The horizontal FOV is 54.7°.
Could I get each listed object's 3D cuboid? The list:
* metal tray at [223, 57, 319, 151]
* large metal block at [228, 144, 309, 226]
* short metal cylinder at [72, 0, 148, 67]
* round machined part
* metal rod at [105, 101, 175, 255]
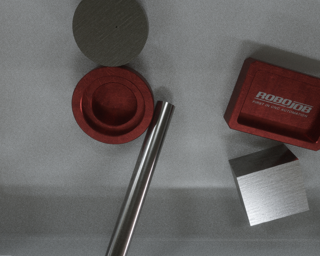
[{"bbox_3d":[0.160,-0.029,0.400,0.131,0.030,0.089,15,109,-6],"label":"metal tray"},{"bbox_3d":[0.149,0.078,0.429,0.080,0.050,0.080,-18,109,6],"label":"large metal block"},{"bbox_3d":[-0.054,-0.114,0.355,0.081,0.050,0.079,0,110,-1],"label":"short metal cylinder"},{"bbox_3d":[-0.056,-0.032,0.390,0.099,0.042,0.097,0,110,-1],"label":"round machined part"},{"bbox_3d":[-0.038,0.109,0.378,0.025,0.025,0.299,20,81,-7],"label":"metal rod"}]
